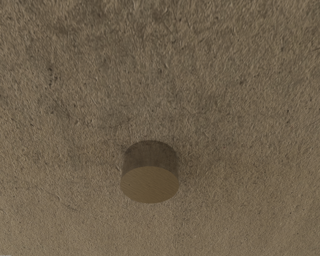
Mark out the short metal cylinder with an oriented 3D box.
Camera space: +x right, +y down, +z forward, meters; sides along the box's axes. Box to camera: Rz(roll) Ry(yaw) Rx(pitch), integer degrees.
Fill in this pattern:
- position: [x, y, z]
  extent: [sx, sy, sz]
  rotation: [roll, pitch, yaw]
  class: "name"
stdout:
- position: [-0.014, 0.064, 0.444]
  extent: [0.080, 0.050, 0.080]
  rotation: [0, 130, 0]
  class: "short metal cylinder"
